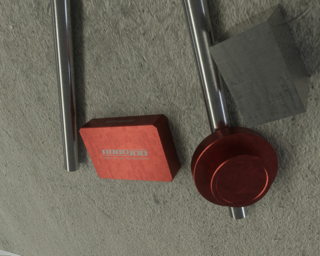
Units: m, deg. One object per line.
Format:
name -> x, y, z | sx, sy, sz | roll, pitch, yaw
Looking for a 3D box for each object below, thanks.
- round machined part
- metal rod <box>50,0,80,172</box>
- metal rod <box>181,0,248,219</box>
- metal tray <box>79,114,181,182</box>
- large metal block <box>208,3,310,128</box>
round machined part -> 0.087, 0.051, 0.354 | 0.099, 0.042, 0.097 | -2, 114, -4
metal rod -> -0.132, -0.057, 0.438 | 0.025, 0.025, 0.298 | 19, 126, 16
metal rod -> 0.068, -0.015, 0.360 | 0.025, 0.025, 0.298 | -2, 118, 29
metal tray -> -0.044, 0.030, 0.443 | 0.130, 0.030, 0.089 | -3, 117, 29
large metal block -> 0.096, -0.059, 0.284 | 0.050, 0.080, 0.080 | -19, 108, 35
